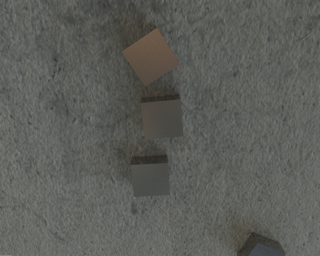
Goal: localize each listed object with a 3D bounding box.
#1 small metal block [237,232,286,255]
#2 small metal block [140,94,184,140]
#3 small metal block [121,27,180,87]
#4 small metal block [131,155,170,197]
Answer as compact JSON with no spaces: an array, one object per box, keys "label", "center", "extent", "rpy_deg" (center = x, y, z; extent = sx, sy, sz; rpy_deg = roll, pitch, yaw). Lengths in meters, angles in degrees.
[{"label":"small metal block","center":[0.158,0.198,0.485],"extent":[0.050,0.025,0.050],"rpy_deg":[25,108,-9]},{"label":"small metal block","center":[0.003,-0.014,0.405],"extent":[0.050,0.025,0.050],"rpy_deg":[-5,110,1]},{"label":"small metal block","center":[-0.011,-0.087,0.378],"extent":[0.050,0.025,0.050],"rpy_deg":[-31,108,10]},{"label":"small metal block","center":[-0.013,0.067,0.434],"extent":[0.050,0.025,0.050],"rpy_deg":[-3,110,0]}]
